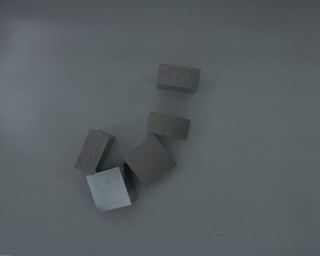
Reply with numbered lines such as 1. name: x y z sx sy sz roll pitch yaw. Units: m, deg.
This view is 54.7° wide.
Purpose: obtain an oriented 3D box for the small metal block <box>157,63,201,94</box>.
1. small metal block: 0.023 -0.062 0.399 0.050 0.050 0.025 8 90 0

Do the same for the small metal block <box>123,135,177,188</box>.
1. small metal block: -0.013 0.043 0.411 0.050 0.025 0.050 -38 90 0

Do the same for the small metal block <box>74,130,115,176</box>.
1. small metal block: -0.082 0.030 0.398 0.025 0.050 0.050 23 90 0

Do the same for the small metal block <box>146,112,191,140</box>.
1. small metal block: 0.010 -0.003 0.399 0.050 0.050 0.025 11 90 0

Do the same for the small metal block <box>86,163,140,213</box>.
1. small metal block: -0.061 0.077 0.403 0.050 0.025 0.050 -18 91 20
